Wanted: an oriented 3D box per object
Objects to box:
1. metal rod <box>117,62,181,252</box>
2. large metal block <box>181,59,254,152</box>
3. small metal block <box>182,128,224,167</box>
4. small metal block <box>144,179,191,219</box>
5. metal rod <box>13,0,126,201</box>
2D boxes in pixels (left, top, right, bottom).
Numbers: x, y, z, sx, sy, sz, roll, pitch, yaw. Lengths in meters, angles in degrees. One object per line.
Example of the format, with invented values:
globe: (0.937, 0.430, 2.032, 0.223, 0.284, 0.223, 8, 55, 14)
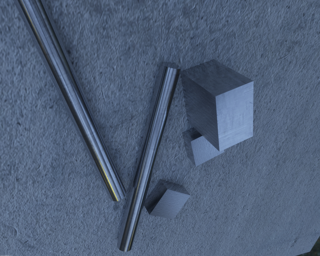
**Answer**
metal rod: (-0.021, 0.056, 0.431, 0.025, 0.025, 0.298, 0, 118, -29)
large metal block: (0.072, -0.031, 0.393, 0.050, 0.080, 0.080, -23, 127, -15)
small metal block: (0.065, 0.022, 0.458, 0.050, 0.025, 0.050, -25, 128, -13)
small metal block: (0.011, 0.112, 0.484, 0.050, 0.025, 0.050, 23, 106, -37)
metal rod: (-0.091, -0.023, 0.343, 0.025, 0.025, 0.298, -25, 128, -13)
